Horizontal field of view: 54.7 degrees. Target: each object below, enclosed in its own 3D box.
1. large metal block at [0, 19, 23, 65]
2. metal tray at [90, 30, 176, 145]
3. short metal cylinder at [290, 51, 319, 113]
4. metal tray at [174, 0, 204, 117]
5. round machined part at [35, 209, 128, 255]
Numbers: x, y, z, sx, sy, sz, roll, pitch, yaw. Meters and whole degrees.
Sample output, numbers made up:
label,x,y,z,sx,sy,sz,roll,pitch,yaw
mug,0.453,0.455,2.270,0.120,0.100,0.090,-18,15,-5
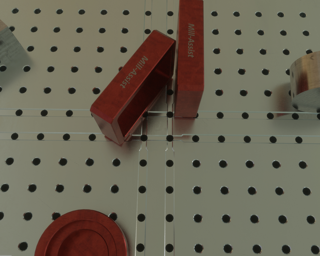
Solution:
label,x,y,z,sx,sy,sz,roll,pitch,yaw
large metal block,-0.264,-0.129,0.444,0.080,0.050,0.080,42,75,13
metal tray,-0.029,-0.049,0.394,0.030,0.090,0.130,32,73,11
short metal cylinder,0.214,-0.058,0.405,0.080,0.080,0.050,5,70,2
metal tray,0.037,-0.089,0.410,0.030,0.090,0.130,2,70,1
round machined part,-0.085,0.144,0.348,0.099,0.042,0.098,0,68,-1
